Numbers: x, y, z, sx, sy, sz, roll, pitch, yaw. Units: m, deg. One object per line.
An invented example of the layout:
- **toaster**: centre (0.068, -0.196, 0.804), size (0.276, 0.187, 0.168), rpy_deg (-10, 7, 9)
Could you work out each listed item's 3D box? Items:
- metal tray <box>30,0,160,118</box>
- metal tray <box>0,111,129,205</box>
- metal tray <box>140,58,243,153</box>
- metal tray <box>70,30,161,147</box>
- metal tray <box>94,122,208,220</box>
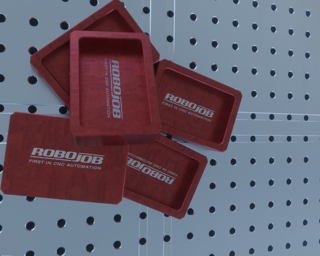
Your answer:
- **metal tray**: centre (-0.077, -0.083, 0.380), size (0.130, 0.030, 0.090), rpy_deg (-41, 102, -15)
- **metal tray**: centre (-0.103, 0.034, 0.354), size (0.131, 0.030, 0.090), rpy_deg (7, 88, -6)
- **metal tray**: centre (0.041, -0.028, 0.423), size (0.131, 0.030, 0.090), rpy_deg (19, 84, -19)
- **metal tray**: centre (-0.052, -0.046, 0.345), size (0.091, 0.030, 0.130), rpy_deg (-2, 67, -13)
- **metal tray**: centre (-0.012, 0.053, 0.404), size (0.131, 0.030, 0.090), rpy_deg (27, 82, -18)
